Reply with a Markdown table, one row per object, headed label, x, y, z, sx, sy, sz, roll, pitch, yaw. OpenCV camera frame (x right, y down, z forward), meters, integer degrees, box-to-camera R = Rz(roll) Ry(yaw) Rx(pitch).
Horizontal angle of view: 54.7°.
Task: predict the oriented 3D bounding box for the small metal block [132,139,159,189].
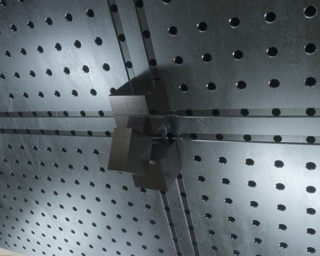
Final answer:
| label | x | y | z | sx | sy | sz | roll | pitch | yaw |
| --- | --- | --- | --- | --- | --- | --- | --- | --- | --- |
| small metal block | -0.017 | 0.049 | 0.433 | 0.025 | 0.050 | 0.050 | 1 | 119 | 27 |

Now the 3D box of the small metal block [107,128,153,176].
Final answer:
| label | x | y | z | sx | sy | sz | roll | pitch | yaw |
| --- | --- | --- | --- | --- | --- | --- | --- | --- | --- |
| small metal block | -0.035 | 0.030 | 0.377 | 0.025 | 0.050 | 0.050 | 1 | 77 | 28 |

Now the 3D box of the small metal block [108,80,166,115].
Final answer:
| label | x | y | z | sx | sy | sz | roll | pitch | yaw |
| --- | --- | --- | --- | --- | --- | --- | --- | --- | --- |
| small metal block | -0.027 | -0.038 | 0.383 | 0.050 | 0.050 | 0.025 | 2 | 119 | 27 |

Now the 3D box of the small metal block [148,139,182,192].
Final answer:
| label | x | y | z | sx | sy | sz | roll | pitch | yaw |
| --- | --- | --- | --- | --- | --- | --- | --- | --- | --- |
| small metal block | 0.005 | 0.050 | 0.420 | 0.025 | 0.050 | 0.050 | 1 | 119 | 27 |

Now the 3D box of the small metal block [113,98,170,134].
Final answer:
| label | x | y | z | sx | sy | sz | roll | pitch | yaw |
| --- | --- | --- | --- | --- | --- | --- | --- | --- | --- |
| small metal block | -0.022 | -0.016 | 0.394 | 0.050 | 0.050 | 0.025 | 2 | 119 | 27 |
